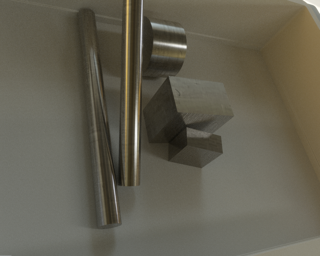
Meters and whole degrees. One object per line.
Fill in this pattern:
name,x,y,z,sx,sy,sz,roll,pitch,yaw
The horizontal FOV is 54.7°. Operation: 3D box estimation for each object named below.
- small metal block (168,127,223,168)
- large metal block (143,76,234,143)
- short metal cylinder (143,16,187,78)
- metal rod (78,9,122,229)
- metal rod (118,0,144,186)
small metal block,0.045,0.027,0.399,0.050,0.050,0.025,14,56,-21
large metal block,0.034,-0.019,0.402,0.081,0.080,0.050,2,61,-28
short metal cylinder,-0.006,-0.112,0.438,0.050,0.080,0.080,0,62,-29
metal rod,-0.079,-0.031,0.382,0.025,0.025,0.299,3,60,-27
metal rod,-0.033,-0.084,0.363,0.025,0.025,0.298,3,85,-27
